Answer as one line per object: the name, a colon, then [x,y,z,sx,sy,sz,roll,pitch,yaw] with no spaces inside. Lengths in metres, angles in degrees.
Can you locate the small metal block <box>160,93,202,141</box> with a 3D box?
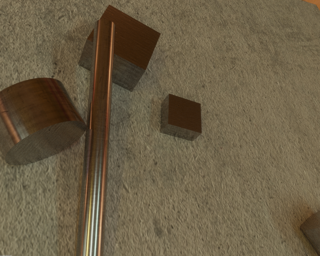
small metal block: [0.029,-0.014,0.430,0.050,0.025,0.050,16,55,-20]

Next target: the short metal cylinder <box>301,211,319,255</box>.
short metal cylinder: [0.242,0.139,0.417,0.081,0.080,0.050,-21,74,-36]

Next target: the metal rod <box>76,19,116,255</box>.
metal rod: [-0.066,0.017,0.324,0.025,0.025,0.299,9,68,-24]

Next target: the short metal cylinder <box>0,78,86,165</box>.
short metal cylinder: [-0.122,-0.005,0.307,0.081,0.080,0.050,-22,74,-36]

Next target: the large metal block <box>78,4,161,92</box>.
large metal block: [-0.054,-0.109,0.427,0.080,0.050,0.080,26,52,-12]
